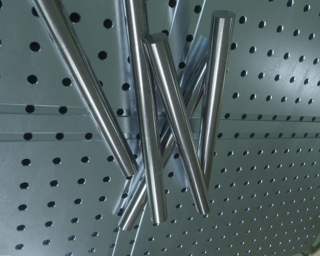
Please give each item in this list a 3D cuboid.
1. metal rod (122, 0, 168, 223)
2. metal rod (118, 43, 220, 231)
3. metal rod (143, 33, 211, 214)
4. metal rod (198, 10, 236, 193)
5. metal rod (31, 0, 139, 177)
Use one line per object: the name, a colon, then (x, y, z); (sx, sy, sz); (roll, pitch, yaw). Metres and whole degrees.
metal rod: (-0.014, -0.002, 0.383); (0.025, 0.025, 0.298); (-16, 119, -20)
metal rod: (0.010, 0.022, 0.432); (0.025, 0.025, 0.298); (14, 111, -35)
metal rod: (0.033, 0.019, 0.408); (0.025, 0.025, 0.299); (-28, 129, -11)
metal rod: (0.067, -0.006, 0.422); (0.025, 0.025, 0.298); (-17, 133, -19)
metal rod: (-0.081, -0.054, 0.334); (0.025, 0.025, 0.299); (-28, 129, -11)
